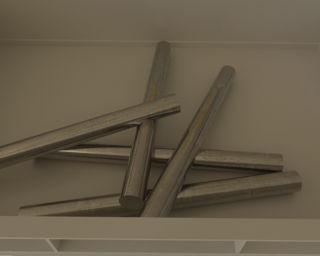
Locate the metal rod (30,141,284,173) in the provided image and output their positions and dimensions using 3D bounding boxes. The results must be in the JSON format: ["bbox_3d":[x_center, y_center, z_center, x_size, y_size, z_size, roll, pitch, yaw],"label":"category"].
[{"bbox_3d":[-0.008,0.034,0.375,0.302,0.025,0.025,4,50,2],"label":"metal rod"}]

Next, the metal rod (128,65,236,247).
[{"bbox_3d":[0.044,0.006,0.373,0.025,0.025,0.301,19,45,15],"label":"metal rod"}]

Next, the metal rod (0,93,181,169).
[{"bbox_3d":[-0.122,0.015,0.356,0.302,0.025,0.025,-18,52,-8],"label":"metal rod"}]

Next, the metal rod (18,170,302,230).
[{"bbox_3d":[0.006,0.077,0.338,0.302,0.025,0.025,-6,51,-6],"label":"metal rod"}]

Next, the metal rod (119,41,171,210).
[{"bbox_3d":[-0.011,-0.031,0.406,0.025,0.025,0.300,5,44,4],"label":"metal rod"}]
